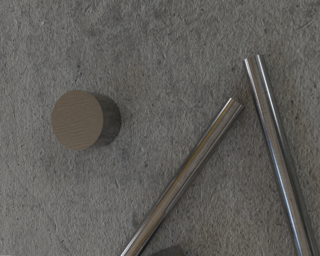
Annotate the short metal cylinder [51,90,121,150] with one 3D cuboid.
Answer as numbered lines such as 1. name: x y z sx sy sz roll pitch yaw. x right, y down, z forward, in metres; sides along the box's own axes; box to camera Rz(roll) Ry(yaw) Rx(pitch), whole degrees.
1. short metal cylinder: -0.102 -0.011 0.431 0.080 0.050 0.079 0 90 20

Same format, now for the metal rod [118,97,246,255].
1. metal rod: 0.013 0.091 0.404 0.025 0.025 0.299 37 101 16

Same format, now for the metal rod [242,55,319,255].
1. metal rod: 0.146 0.062 0.357 0.025 0.025 0.298 -16 85 19

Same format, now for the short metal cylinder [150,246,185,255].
1. short metal cylinder: 0.001 0.188 0.379 0.080 0.080 0.050 -29 81 17
